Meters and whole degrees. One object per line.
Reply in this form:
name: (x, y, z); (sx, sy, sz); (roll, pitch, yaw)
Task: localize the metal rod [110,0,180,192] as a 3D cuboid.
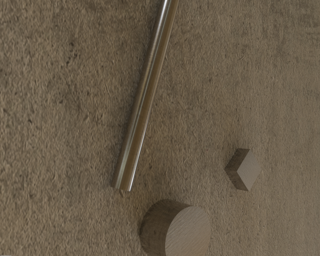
metal rod: (-0.011, -0.070, 0.394); (0.025, 0.025, 0.299); (23, 76, -38)

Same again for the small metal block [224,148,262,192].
small metal block: (0.141, 0.070, 0.523); (0.050, 0.025, 0.050); (-50, 120, -28)

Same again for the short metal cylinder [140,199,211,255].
short metal cylinder: (0.021, 0.138, 0.406); (0.081, 0.050, 0.079); (0, 90, -40)
